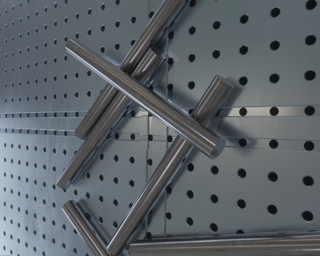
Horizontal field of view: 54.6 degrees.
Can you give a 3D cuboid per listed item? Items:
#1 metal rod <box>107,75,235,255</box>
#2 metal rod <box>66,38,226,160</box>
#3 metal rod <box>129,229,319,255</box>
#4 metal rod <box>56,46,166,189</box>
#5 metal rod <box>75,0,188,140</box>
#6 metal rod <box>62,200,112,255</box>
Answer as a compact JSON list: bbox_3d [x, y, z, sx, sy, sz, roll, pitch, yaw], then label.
[{"bbox_3d":[0.003,0.064,0.408,0.025,0.025,0.298,46,117,30],"label":"metal rod"},{"bbox_3d":[-0.038,-0.053,0.407,0.300,0.025,0.025,37,113,33],"label":"metal rod"},{"bbox_3d":[0.077,0.132,0.346,0.299,0.025,0.025,-19,78,38],"label":"metal rod"},{"bbox_3d":[-0.088,-0.001,0.483,0.299,0.025,0.025,-49,61,28],"label":"metal rod"},{"bbox_3d":[-0.045,-0.088,0.447,0.299,0.025,0.025,-49,61,29],"label":"metal rod"},{"bbox_3d":[-0.064,0.219,0.463,0.300,0.025,0.025,41,115,32],"label":"metal rod"}]
